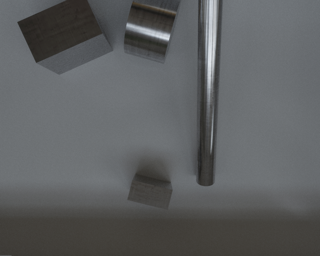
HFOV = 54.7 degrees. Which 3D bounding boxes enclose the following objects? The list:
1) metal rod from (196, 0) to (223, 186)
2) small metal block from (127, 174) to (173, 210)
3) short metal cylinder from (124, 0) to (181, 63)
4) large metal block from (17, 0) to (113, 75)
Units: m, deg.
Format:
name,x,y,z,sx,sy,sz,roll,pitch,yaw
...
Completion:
name,x,y,z,sx,sy,sz,roll,pitch,yaw
metal rod,0.055,-0.063,0.349,0.025,0.025,0.298,-3,116,0
small metal block,-0.012,0.081,0.399,0.050,0.050,0.025,14,90,-1
short metal cylinder,-0.009,-0.125,0.384,0.050,0.080,0.080,16,90,0
large metal block,-0.111,-0.111,0.382,0.080,0.080,0.050,-24,90,0
